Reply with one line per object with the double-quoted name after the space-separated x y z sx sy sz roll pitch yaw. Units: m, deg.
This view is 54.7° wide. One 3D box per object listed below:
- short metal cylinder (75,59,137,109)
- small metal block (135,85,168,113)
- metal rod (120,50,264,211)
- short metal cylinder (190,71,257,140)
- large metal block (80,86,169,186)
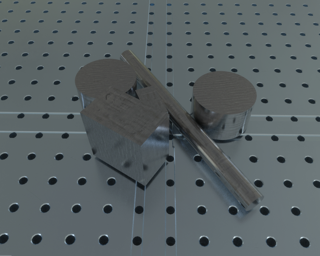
-0.072 -0.051 0.429 0.081 0.050 0.080 0 50 0 "short metal cylinder"
-0.011 -0.018 0.401 0.025 0.050 0.050 -17 52 -13 "small metal block"
0.025 -0.017 0.417 0.025 0.025 0.300 -25 55 -20 "metal rod"
0.082 -0.031 0.413 0.081 0.050 0.080 0 50 0 "short metal cylinder"
-0.037 0.010 0.358 0.080 0.080 0.050 27 56 21 "large metal block"
